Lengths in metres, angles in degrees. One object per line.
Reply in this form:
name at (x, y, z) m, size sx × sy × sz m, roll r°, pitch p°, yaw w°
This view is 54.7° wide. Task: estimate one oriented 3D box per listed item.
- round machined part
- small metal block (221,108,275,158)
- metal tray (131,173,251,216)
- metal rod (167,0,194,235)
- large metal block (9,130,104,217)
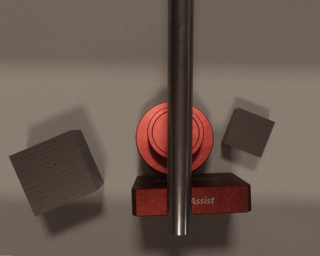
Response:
round machined part at (0.019, 0.011, 0.390) m, size 0.099 × 0.042 × 0.098 m, roll 0°, pitch 73°, yaw -1°
small metal block at (0.117, 0.006, 0.413) m, size 0.050 × 0.025 × 0.050 m, roll 22°, pitch 90°, yaw -1°
metal tray at (0.034, 0.078, 0.379) m, size 0.131 × 0.090 × 0.030 m, roll -2°, pitch 91°, yaw -1°
metal rod at (0.020, -0.042, 0.307) m, size 0.025 × 0.025 × 0.298 m, roll 0°, pitch 96°, yaw -1°
large metal block at (-0.129, 0.055, 0.397) m, size 0.080 × 0.050 × 0.080 m, roll -23°, pitch 90°, yaw -1°
